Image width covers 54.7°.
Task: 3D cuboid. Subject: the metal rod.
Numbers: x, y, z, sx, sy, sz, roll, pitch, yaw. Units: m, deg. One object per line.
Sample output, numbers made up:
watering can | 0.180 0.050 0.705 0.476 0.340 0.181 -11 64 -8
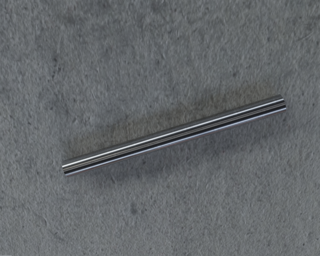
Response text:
metal rod | 0.014 0.012 0.414 0.301 0.025 0.025 -17 110 5
